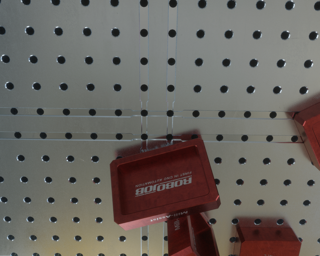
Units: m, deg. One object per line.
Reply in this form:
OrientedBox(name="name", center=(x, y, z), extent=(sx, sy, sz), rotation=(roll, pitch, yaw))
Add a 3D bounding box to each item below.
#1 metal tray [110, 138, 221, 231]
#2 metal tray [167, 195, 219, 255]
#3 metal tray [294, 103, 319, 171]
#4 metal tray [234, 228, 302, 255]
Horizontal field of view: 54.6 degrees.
OrientedBox(name="metal tray", center=(0.004, 0.072, 0.404), extent=(0.130, 0.090, 0.030), rotation=(-15, 145, 5))
OrientedBox(name="metal tray", center=(0.046, 0.151, 0.413), extent=(0.030, 0.130, 0.090), rotation=(-31, 107, 11))
OrientedBox(name="metal tray", center=(0.259, -0.004, 0.410), extent=(0.130, 0.030, 0.090), rotation=(-27, 108, 9))
OrientedBox(name="metal tray", center=(0.164, 0.222, 0.493), extent=(0.090, 0.030, 0.129), rotation=(1, 110, -1))
